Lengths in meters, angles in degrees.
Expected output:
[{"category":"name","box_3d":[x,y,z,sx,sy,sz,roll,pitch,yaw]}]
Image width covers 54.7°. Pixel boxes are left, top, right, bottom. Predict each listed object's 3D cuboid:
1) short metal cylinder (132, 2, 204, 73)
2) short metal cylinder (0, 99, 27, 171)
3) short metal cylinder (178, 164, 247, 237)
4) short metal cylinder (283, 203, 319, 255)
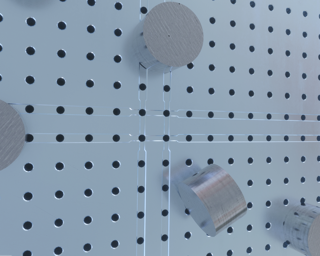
[{"category":"short metal cylinder","box_3d":[0.009,-0.115,0.404,0.081,0.050,0.079,0,90,-20]},{"category":"short metal cylinder","box_3d":[-0.186,0.007,0.331,0.081,0.050,0.079,0,90,-20]},{"category":"short metal cylinder","box_3d":[0.068,0.095,0.410,0.050,0.080,0.080,-28,100,-18]},{"category":"short metal cylinder","box_3d":[0.247,0.165,0.493,0.081,0.050,0.079,0,90,-21]}]
